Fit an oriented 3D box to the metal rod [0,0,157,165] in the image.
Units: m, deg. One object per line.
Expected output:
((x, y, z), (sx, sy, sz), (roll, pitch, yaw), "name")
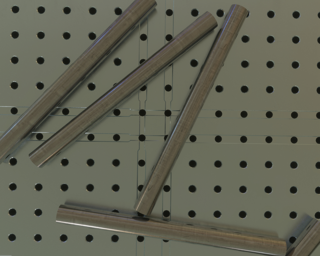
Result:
((-0.118, -0.066, 0.411), (0.025, 0.025, 0.300), (44, 90, -1), "metal rod")

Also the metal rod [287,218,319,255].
((0.122, 0.245, 0.415), (0.025, 0.025, 0.300), (40, 90, -1), "metal rod")

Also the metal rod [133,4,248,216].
((0.041, -0.024, 0.413), (0.025, 0.025, 0.299), (26, 90, -1), "metal rod")

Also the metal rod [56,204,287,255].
((0.015, 0.137, 0.413), (0.302, 0.025, 0.025), (9, 90, -1), "metal rod")

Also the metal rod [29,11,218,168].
((-0.048, -0.051, 0.412), (0.300, 0.025, 0.025), (-39, 91, -1), "metal rod")
